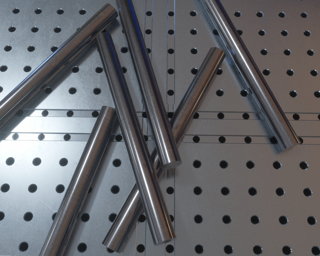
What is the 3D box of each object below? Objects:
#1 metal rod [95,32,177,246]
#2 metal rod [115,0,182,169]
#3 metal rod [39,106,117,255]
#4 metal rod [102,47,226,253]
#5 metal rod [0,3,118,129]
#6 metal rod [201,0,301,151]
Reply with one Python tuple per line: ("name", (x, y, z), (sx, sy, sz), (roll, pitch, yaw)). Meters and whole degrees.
("metal rod", (-0.039, -0.006, 0.395), (0.025, 0.025, 0.299), (-17, 64, -6))
("metal rod", (-0.024, -0.086, 0.427), (0.025, 0.025, 0.299), (-14, 65, -5))
("metal rod", (-0.113, 0.110, 0.371), (0.025, 0.025, 0.300), (17, 71, 6))
("metal rod", (0.013, 0.015, 0.406), (0.025, 0.025, 0.300), (27, 72, 9))
("metal rod", (-0.168, -0.072, 0.437), (0.025, 0.025, 0.301), (37, 74, 12))
("metal rod", (0.117, -0.106, 0.451), (0.025, 0.025, 0.299), (-20, 71, -7))
